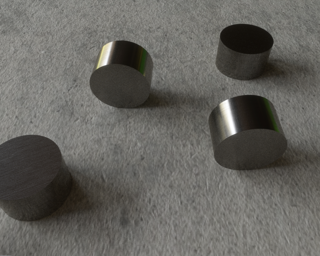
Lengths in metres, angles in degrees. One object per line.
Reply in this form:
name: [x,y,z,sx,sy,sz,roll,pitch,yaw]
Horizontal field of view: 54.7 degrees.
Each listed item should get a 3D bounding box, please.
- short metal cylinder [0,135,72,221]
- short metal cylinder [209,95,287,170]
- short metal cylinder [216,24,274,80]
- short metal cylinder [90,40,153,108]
short metal cylinder: [-0.143,0.054,0.340,0.081,0.050,0.080,0,50,0]
short metal cylinder: [0.100,0.007,0.363,0.081,0.080,0.050,-1,50,-2]
short metal cylinder: [0.132,-0.121,0.490,0.081,0.050,0.080,0,50,0]
short metal cylinder: [-0.052,-0.073,0.428,0.080,0.080,0.050,3,50,2]
